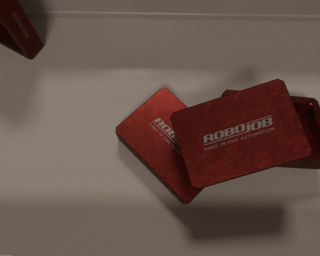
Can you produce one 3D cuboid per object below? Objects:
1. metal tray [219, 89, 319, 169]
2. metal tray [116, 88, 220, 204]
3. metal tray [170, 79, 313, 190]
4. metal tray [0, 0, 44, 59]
[{"bbox_3d":[0.141,0.002,0.389,0.131,0.030,0.090,4,60,-9],"label":"metal tray"},{"bbox_3d":[0.019,0.021,0.399,0.090,0.030,0.130,-42,76,-14],"label":"metal tray"},{"bbox_3d":[0.087,0.008,0.348,0.131,0.030,0.090,-18,76,6],"label":"metal tray"},{"bbox_3d":[-0.219,-0.153,0.407,0.090,0.130,0.030,29,72,9],"label":"metal tray"}]
